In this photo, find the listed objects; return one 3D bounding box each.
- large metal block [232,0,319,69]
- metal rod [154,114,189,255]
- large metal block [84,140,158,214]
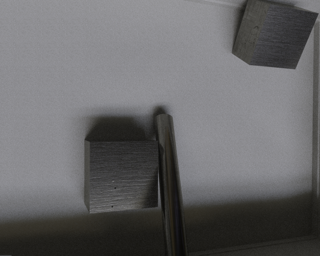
[{"bbox_3d":[0.161,-0.133,0.440,0.081,0.050,0.079,0,121,-21],"label":"large metal block"},{"bbox_3d":[0.016,0.113,0.335,0.025,0.025,0.299,9,54,-20],"label":"metal rod"},{"bbox_3d":[-0.049,0.055,0.380,0.081,0.050,0.079,0,90,-20],"label":"large metal block"}]
